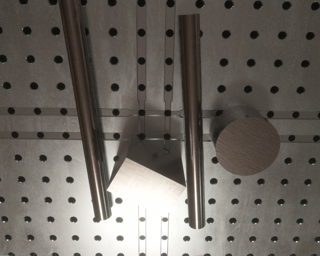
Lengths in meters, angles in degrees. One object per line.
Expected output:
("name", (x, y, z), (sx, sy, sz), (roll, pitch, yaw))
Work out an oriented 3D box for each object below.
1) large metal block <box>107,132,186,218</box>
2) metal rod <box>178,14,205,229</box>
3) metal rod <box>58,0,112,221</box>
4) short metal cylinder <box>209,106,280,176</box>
("large metal block", (-0.016, 0.058, 0.405), (0.080, 0.080, 0.050), (28, 108, -10))
("metal rod", (0.045, 0.006, 0.416), (0.025, 0.025, 0.298), (-4, 110, 1))
("metal rod", (-0.094, -0.009, 0.408), (0.025, 0.025, 0.298), (-4, 110, 1))
("short metal cylinder", (0.109, 0.015, 0.407), (0.081, 0.050, 0.079), (0, 110, -1))
